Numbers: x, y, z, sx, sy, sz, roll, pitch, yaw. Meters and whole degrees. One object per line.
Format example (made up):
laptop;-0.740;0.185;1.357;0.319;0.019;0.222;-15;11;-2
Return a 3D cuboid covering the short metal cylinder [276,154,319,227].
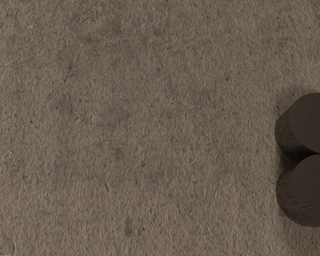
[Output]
short metal cylinder;0.187;0.076;0.369;0.081;0.050;0.080;0;70;0

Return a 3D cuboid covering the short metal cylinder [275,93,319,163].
short metal cylinder;0.196;0.002;0.397;0.081;0.050;0.080;0;70;0
